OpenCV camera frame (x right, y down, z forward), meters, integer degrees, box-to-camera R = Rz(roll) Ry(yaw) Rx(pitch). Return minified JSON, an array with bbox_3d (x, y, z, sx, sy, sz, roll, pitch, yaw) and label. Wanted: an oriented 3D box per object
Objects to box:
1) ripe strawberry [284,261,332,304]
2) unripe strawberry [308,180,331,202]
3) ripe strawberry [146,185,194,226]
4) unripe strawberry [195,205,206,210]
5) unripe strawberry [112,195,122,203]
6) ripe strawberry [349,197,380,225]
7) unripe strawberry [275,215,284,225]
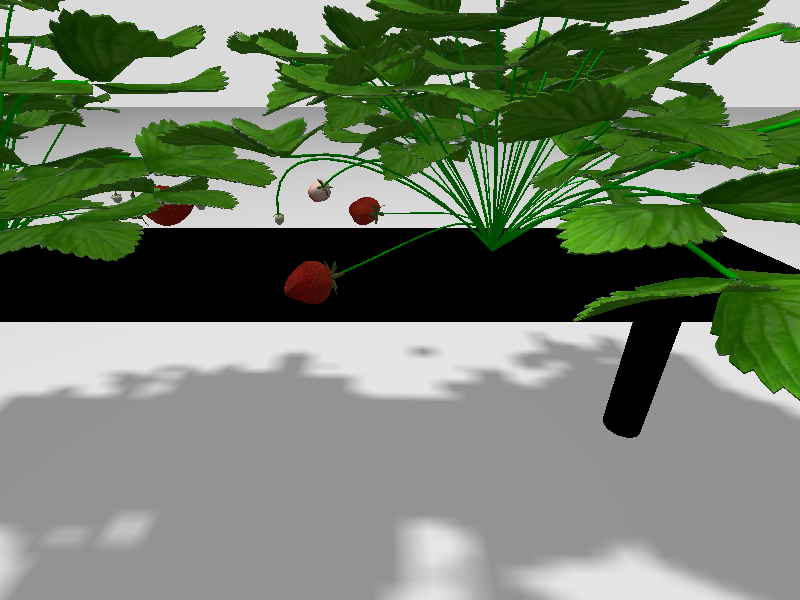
[{"bbox_3d":[-0.063,-0.011,0.273,0.032,0.031,0.030,-18,33,-30],"label":"ripe strawberry"},{"bbox_3d":[-0.107,-0.142,0.525,0.031,0.027,0.031,-26,3,-40],"label":"unripe strawberry"},{"bbox_3d":[-0.250,-0.102,0.430,0.049,0.042,0.049,-17,32,-30],"label":"ripe strawberry"},{"bbox_3d":[-0.246,-0.118,0.494,0.015,0.013,0.013,21,34,35],"label":"unripe strawberry"},{"bbox_3d":[-0.350,-0.125,0.496,0.011,0.010,0.010,3,28,5],"label":"unripe strawberry"},{"bbox_3d":[-0.040,-0.097,0.436,0.034,0.029,0.034,16,32,29],"label":"ripe strawberry"},{"bbox_3d":[-0.125,-0.084,0.416,0.010,0.011,0.011,7,28,14],"label":"unripe strawberry"}]
